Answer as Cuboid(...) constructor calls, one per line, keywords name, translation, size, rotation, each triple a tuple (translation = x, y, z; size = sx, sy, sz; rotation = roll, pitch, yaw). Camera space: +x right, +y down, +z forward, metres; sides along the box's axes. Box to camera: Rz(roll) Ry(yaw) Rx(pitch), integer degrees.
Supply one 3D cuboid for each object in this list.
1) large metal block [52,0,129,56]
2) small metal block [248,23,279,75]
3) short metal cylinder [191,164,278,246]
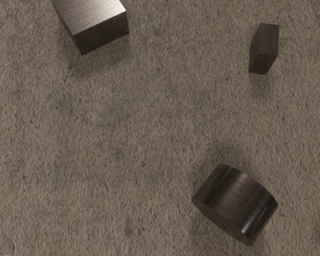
Cuboid(name="large metal block", translation=(-0.102, -0.167, 0.454), size=(0.080, 0.050, 0.080), rotation=(-29, 73, -11))
Cuboid(name="small metal block", translation=(0.146, -0.111, 0.437), size=(0.025, 0.050, 0.050), rotation=(9, 70, 3))
Cuboid(name="short metal cylinder", translation=(0.083, 0.086, 0.349), size=(0.080, 0.080, 0.050), rotation=(37, 74, 12))
